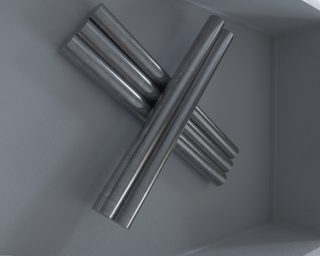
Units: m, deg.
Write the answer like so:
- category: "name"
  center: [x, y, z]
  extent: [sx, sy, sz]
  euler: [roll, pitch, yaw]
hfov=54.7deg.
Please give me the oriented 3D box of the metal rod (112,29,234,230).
- category: "metal rod"
  center: [0.025, -0.016, 0.393]
  extent: [0.025, 0.025, 0.300]
  euler: [45, 63, -31]

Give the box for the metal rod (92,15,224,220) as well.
- category: "metal rod"
  center: [0.010, -0.030, 0.380]
  extent: [0.025, 0.025, 0.300]
  euler: [45, 63, -31]

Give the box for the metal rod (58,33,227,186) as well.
- category: "metal rod"
  center: [-0.002, -0.005, 0.402]
  extent: [0.300, 0.025, 0.025]
  euler: [42, 65, -32]

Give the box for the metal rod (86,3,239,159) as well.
- category: "metal rod"
  center: [0.022, -0.045, 0.423]
  extent: [0.300, 0.025, 0.025]
  euler: [42, 65, -32]

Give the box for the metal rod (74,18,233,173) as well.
- category: "metal rod"
  center: [0.010, -0.024, 0.413]
  extent: [0.300, 0.025, 0.025]
  euler: [42, 65, -32]
